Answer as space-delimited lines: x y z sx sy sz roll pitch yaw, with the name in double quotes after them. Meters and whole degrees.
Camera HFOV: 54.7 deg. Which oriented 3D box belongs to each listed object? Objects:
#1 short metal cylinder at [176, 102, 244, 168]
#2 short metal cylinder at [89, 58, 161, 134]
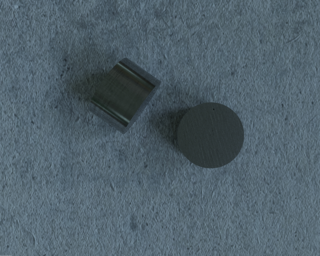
0.061 0.009 0.398 0.081 0.050 0.080 0 90 0 "short metal cylinder"
-0.042 -0.039 0.382 0.050 0.080 0.080 35 90 0 "short metal cylinder"
